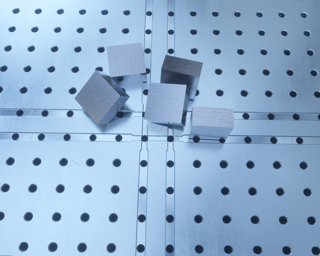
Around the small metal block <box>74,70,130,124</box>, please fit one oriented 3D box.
[{"bbox_3d":[-0.078,-0.040,0.415,0.050,0.025,0.050,46,107,14],"label":"small metal block"}]

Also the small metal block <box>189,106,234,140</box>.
[{"bbox_3d":[0.065,-0.005,0.401,0.050,0.050,0.025,3,70,1],"label":"small metal block"}]

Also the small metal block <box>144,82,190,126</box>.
[{"bbox_3d":[0.010,-0.031,0.412,0.050,0.025,0.050,6,83,17],"label":"small metal block"}]

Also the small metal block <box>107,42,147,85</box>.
[{"bbox_3d":[-0.047,-0.092,0.445,0.050,0.025,0.050,-8,70,-3],"label":"small metal block"}]

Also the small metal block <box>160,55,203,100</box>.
[{"bbox_3d":[0.028,-0.068,0.422,0.050,0.050,0.025,13,61,4],"label":"small metal block"}]
